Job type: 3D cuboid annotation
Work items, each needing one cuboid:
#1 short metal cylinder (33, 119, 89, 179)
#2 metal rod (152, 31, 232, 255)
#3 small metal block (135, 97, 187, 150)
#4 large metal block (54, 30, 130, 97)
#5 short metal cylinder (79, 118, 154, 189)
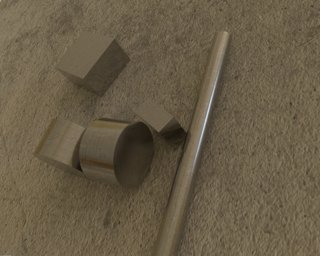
[{"bbox_3d":[-0.118,0.029,0.411,0.080,0.080,0.050,9,66,31],"label":"short metal cylinder"},{"bbox_3d":[0.046,0.004,0.375,0.025,0.025,0.300,4,63,30],"label":"metal rod"},{"bbox_3d":[0.003,-0.005,0.388,0.025,0.050,0.050,-47,52,-4],"label":"small metal block"},{"bbox_3d":[-0.111,-0.107,0.510,0.080,0.050,0.080,25,75,36],"label":"large metal block"},{"bbox_3d":[-0.050,0.029,0.376,0.050,0.080,0.080,6,65,31],"label":"short metal cylinder"}]
